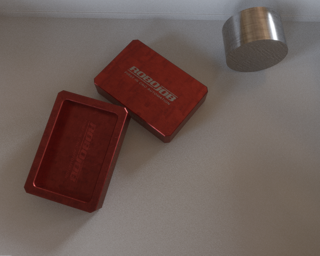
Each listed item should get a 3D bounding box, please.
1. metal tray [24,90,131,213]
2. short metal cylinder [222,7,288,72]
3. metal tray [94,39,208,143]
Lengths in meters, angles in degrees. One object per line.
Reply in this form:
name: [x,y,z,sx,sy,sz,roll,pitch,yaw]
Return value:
metal tray: [-0.099,0.028,0.382,0.090,0.030,0.129,16,82,5]
short metal cylinder: [0.129,-0.119,0.425,0.081,0.080,0.050,-3,70,-1]
metal tray: [-0.013,-0.053,0.426,0.130,0.030,0.090,37,74,12]
